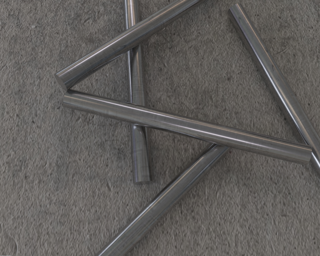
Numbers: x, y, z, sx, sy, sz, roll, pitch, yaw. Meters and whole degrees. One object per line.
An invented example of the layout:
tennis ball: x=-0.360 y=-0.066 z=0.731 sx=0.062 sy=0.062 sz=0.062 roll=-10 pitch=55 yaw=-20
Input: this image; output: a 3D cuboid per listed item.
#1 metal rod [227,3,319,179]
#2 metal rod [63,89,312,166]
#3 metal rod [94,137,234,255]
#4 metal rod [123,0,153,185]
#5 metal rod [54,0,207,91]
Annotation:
metal rod: x=0.168 y=-0.050 z=0.427 sx=0.025 sy=0.025 sz=0.299 roll=-20 pitch=71 yaw=-7
metal rod: x=0.029 y=-0.003 z=0.381 sx=0.301 sy=0.025 sz=0.025 roll=14 pitch=71 yaw=5
metal rod: x=-0.020 y=0.112 z=0.366 sx=0.301 sy=0.025 sz=0.025 roll=-42 pitch=76 yaw=-14
metal rod: x=-0.034 y=-0.072 z=0.433 sx=0.025 sy=0.025 sz=0.299 roll=-5 pitch=70 yaw=-2
metal rod: x=-0.014 y=-0.144 z=0.437 sx=0.301 sy=0.025 sz=0.025 roll=-39 pitch=75 yaw=-22
